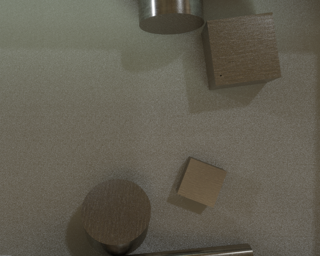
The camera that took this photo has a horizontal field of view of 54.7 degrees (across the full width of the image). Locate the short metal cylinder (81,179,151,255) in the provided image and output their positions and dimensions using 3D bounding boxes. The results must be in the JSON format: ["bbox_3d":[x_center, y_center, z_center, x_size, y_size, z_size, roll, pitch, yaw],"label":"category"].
[{"bbox_3d":[-0.053,0.110,0.379,0.081,0.050,0.080,4,53,-4],"label":"short metal cylinder"}]

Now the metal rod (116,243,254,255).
[{"bbox_3d":[-0.028,0.165,0.372,0.302,0.025,0.025,1,90,-15],"label":"metal rod"}]

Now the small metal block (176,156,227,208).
[{"bbox_3d":[0.055,0.071,0.412,0.050,0.025,0.050,21,90,-1],"label":"small metal block"}]

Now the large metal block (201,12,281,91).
[{"bbox_3d":[0.102,-0.096,0.400,0.081,0.050,0.080,-8,90,-1],"label":"large metal block"}]

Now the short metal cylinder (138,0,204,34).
[{"bbox_3d":[0.013,-0.153,0.384,0.081,0.080,0.050,-2,90,-1],"label":"short metal cylinder"}]
